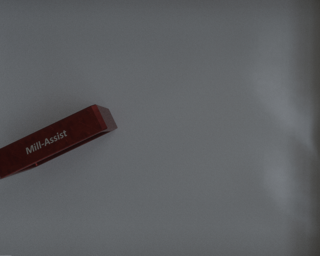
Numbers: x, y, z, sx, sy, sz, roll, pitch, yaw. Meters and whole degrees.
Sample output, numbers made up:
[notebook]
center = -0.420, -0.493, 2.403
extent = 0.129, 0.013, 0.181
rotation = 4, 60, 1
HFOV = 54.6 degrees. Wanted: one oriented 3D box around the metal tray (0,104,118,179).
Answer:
[metal tray]
center = -0.122, 0.015, 0.378
extent = 0.130, 0.090, 0.030
rotation = -25, 90, 0
